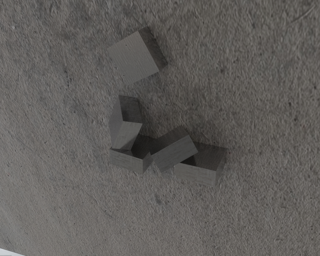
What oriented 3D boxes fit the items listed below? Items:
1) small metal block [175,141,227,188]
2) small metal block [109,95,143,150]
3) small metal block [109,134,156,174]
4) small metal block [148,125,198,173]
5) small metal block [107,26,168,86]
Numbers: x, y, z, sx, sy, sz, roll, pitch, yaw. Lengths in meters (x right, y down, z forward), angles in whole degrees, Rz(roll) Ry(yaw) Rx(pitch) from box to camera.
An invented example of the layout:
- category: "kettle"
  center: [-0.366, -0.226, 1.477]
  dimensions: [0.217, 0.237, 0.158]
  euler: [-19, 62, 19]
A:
- category: "small metal block"
  center: [0.052, 0.044, 0.390]
  dimensions: [0.050, 0.050, 0.025]
  euler: [11, 123, 22]
- category: "small metal block"
  center: [-0.047, -0.007, 0.408]
  dimensions: [0.025, 0.050, 0.050]
  euler: [7, 132, -23]
- category: "small metal block"
  center: [-0.035, 0.033, 0.429]
  dimensions: [0.050, 0.050, 0.025]
  euler: [15, 125, 19]
- category: "small metal block"
  center: [0.014, 0.025, 0.385]
  dimensions: [0.050, 0.050, 0.025]
  euler: [-29, 105, 0]
- category: "small metal block"
  center: [-0.027, -0.085, 0.368]
  dimensions: [0.050, 0.025, 0.050]
  euler: [-18, 109, 35]
